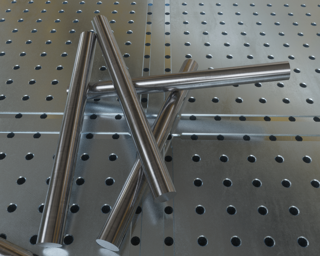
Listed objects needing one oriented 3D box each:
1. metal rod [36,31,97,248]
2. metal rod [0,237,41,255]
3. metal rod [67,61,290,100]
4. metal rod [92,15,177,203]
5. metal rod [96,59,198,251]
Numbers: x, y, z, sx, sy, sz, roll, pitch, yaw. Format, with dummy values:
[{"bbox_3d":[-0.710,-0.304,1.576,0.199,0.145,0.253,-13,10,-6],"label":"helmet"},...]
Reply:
[{"bbox_3d":[-0.109,-0.010,0.388,0.025,0.025,0.299,1,58,0],"label":"metal rod"},{"bbox_3d":[-0.100,0.140,0.288,0.301,0.025,0.025,18,52,14],"label":"metal rod"},{"bbox_3d":[0.019,-0.063,0.427,0.301,0.025,0.025,-5,50,8],"label":"metal rod"},{"bbox_3d":[-0.044,-0.046,0.399,0.025,0.025,0.299,-15,58,-13],"label":"metal rod"},{"bbox_3d":[-0.002,0.009,0.400,0.025,0.025,0.301,16,52,12],"label":"metal rod"}]
